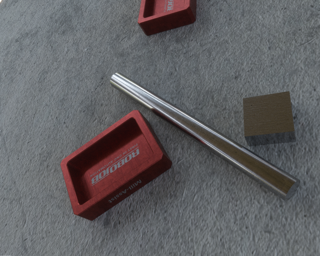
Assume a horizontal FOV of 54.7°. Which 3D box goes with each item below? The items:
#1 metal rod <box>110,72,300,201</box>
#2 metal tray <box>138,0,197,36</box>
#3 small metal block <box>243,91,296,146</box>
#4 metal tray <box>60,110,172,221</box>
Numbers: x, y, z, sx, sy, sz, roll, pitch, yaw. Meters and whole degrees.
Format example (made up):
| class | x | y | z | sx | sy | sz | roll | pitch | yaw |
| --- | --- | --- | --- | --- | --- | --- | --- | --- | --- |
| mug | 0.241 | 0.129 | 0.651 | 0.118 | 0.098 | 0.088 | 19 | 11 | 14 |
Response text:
| class | x | y | z | sx | sy | sz | roll | pitch | yaw |
| --- | --- | --- | --- | --- | --- | --- | --- | --- | --- |
| metal rod | 0.031 | -0.007 | 0.390 | 0.300 | 0.025 | 0.025 | 35 | 81 | 38 |
| metal tray | 0.015 | -0.224 | 0.528 | 0.090 | 0.030 | 0.130 | -8 | 58 | 23 |
| small metal block | 0.121 | -0.010 | 0.346 | 0.050 | 0.025 | 0.050 | -8 | 58 | 23 |
| metal tray | -0.060 | 0.046 | 0.402 | 0.130 | 0.030 | 0.090 | -35 | 52 | 5 |
